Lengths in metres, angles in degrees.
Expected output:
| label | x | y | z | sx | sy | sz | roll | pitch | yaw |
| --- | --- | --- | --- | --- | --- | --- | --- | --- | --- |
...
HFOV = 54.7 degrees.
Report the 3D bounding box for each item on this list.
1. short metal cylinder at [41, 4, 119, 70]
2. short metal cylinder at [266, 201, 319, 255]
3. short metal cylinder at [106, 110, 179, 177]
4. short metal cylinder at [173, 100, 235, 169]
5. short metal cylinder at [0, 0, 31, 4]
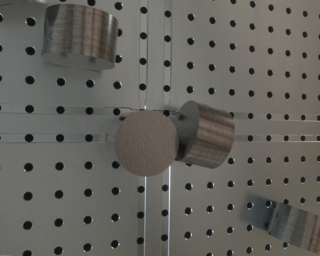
| label | x | y | z | sx | sy | sz | roll | pitch | yaw |
| --- | --- | --- | --- | --- | --- | --- | --- | --- | --- |
| short metal cylinder | -0.089 | -0.099 | 0.351 | 0.081 | 0.080 | 0.050 | 5 | 89 | -20 |
| short metal cylinder | 0.207 | 0.147 | 0.462 | 0.080 | 0.080 | 0.050 | 22 | 83 | -19 |
| short metal cylinder | -0.023 | 0.018 | 0.392 | 0.081 | 0.050 | 0.079 | 0 | 90 | -21 |
| short metal cylinder | 0.053 | 0.009 | 0.404 | 0.050 | 0.080 | 0.080 | 15 | 85 | -20 |
| short metal cylinder | -0.160 | -0.171 | 0.324 | 0.081 | 0.080 | 0.050 | -18 | 97 | -19 |
